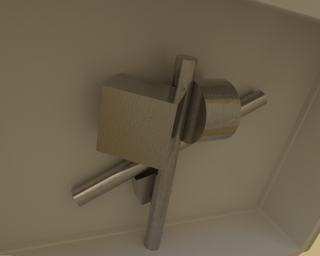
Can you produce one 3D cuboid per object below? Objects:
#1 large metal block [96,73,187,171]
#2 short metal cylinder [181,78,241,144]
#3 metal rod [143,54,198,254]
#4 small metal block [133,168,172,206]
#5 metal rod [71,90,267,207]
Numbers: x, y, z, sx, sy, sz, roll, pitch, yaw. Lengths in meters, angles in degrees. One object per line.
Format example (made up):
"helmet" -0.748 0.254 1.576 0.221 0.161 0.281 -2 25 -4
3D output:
"large metal block" -0.021 -0.008 0.350 0.080 0.050 0.079 16 117 9
"short metal cylinder" 0.055 -0.022 0.388 0.050 0.080 0.079 -5 121 -28
"metal rod" 0.009 0.053 0.412 0.025 0.025 0.298 -5 120 -27
"small metal block" -0.012 0.078 0.450 0.050 0.025 0.050 -20 126 -17
"metal rod" 0.021 0.023 0.433 0.302 0.025 0.025 -28 128 -11
